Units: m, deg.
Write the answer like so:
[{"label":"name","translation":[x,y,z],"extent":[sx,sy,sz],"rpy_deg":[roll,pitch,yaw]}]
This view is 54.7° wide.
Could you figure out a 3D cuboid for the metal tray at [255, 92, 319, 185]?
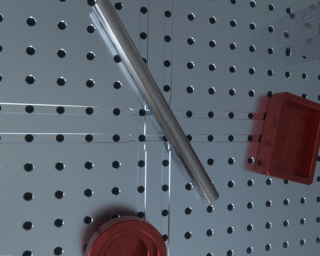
[{"label":"metal tray","translation":[0.207,0.017,0.488],"extent":[0.091,0.030,0.129],"rpy_deg":[15,85,-20]}]

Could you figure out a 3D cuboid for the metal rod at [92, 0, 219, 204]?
[{"label":"metal rod","translation":[0.000,-0.027,0.413],"extent":[0.025,0.025,0.299],"rpy_deg":[-33,101,-17]}]

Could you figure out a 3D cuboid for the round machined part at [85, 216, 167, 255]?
[{"label":"round machined part","translation":[-0.045,0.158,0.388],"extent":[0.099,0.042,0.097],"rpy_deg":[0,90,-21]}]

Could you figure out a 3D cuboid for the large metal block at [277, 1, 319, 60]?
[{"label":"large metal block","translation":[0.243,-0.146,0.475],"extent":[0.081,0.080,0.050],"rpy_deg":[10,87,-20]}]
